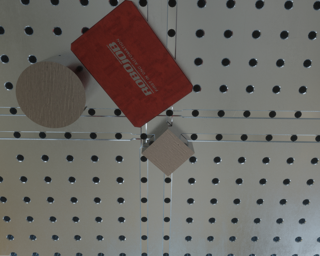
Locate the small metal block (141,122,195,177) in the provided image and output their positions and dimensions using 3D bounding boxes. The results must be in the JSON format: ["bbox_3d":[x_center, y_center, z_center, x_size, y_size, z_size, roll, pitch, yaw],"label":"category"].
[{"bbox_3d":[0.011,0.029,0.424,0.050,0.025,0.050,43,104,-14],"label":"small metal block"}]

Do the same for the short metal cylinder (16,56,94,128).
[{"bbox_3d":[-0.126,-0.046,0.382,0.081,0.050,0.079,0,110,0],"label":"short metal cylinder"}]

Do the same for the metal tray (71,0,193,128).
[{"bbox_3d":[-0.032,-0.076,0.382,0.090,0.030,0.130,-35,107,12],"label":"metal tray"}]
